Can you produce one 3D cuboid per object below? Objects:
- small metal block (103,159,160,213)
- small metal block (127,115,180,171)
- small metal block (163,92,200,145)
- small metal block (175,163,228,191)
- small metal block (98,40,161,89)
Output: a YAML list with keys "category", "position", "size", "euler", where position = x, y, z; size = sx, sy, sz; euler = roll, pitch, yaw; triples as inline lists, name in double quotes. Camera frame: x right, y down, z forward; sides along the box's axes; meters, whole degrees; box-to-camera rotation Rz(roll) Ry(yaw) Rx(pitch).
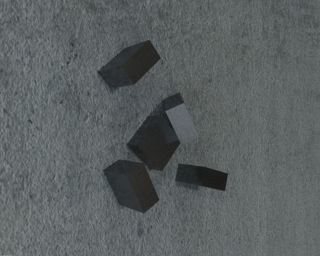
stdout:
- category: "small metal block"
  position: [-0.034, 0.066, 0.360]
  size: [0.025, 0.050, 0.050]
  euler: [-34, 111, -35]
- category: "small metal block"
  position: [-0.006, 0.019, 0.399]
  size: [0.050, 0.025, 0.050]
  euler: [50, 61, -28]
- category: "small metal block"
  position: [0.027, -0.014, 0.408]
  size: [0.025, 0.050, 0.050]
  euler: [-24, 111, 6]
- category: "small metal block"
  position: [0.059, 0.069, 0.437]
  size: [0.050, 0.050, 0.025]
  euler: [20, 78, -38]
- category: "small metal block"
  position: [-0.036, -0.073, 0.358]
  size: [0.050, 0.050, 0.025]
  euler: [-50, 120, -28]
